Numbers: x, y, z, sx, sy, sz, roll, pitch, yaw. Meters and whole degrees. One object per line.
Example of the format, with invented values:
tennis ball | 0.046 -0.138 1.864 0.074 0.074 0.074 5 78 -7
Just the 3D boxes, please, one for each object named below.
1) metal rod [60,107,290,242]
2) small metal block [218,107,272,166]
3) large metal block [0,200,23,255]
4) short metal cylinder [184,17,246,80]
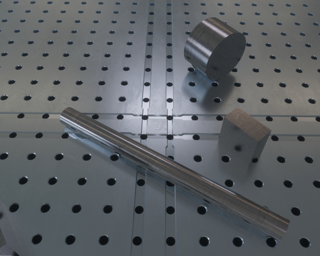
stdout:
metal rod | 0.001 0.045 0.369 0.301 0.025 0.025 26 55 20
small metal block | 0.103 0.011 0.383 0.025 0.050 0.050 -35 58 -25
large metal block | -0.191 0.110 0.297 0.081 0.050 0.080 -28 56 -22
short metal cylinder | 0.084 -0.120 0.474 0.081 0.080 0.050 -29 56 -22
